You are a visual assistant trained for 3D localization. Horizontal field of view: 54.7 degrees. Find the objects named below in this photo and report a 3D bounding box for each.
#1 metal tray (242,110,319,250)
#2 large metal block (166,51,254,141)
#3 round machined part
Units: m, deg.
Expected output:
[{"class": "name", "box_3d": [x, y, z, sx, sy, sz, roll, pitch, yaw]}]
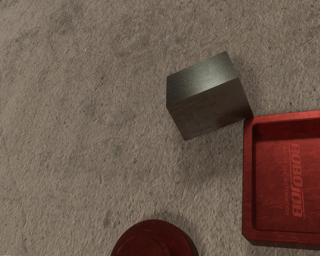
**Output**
[{"class": "metal tray", "box_3d": [0.130, 0.048, 0.303, 0.090, 0.030, 0.130, -5, 59, 25]}, {"class": "large metal block", "box_3d": [0.055, -0.039, 0.364, 0.080, 0.050, 0.080, -22, 29, 15]}, {"class": "round machined part", "box_3d": [-0.012, 0.141, 0.312, 0.098, 0.042, 0.098, -13, 56, 20]}]
